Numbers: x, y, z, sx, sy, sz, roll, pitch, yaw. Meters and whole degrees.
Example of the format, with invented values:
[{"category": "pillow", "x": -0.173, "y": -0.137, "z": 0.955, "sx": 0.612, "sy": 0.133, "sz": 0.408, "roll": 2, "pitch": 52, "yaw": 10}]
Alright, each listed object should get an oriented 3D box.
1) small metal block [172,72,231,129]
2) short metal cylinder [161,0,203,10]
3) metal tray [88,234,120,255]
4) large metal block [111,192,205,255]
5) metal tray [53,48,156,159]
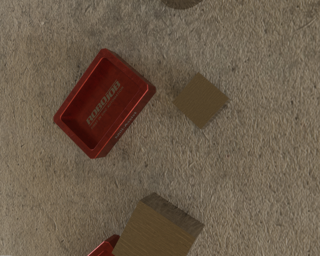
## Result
[{"category": "small metal block", "x": 0.053, "y": -0.034, "z": 0.390, "sx": 0.050, "sy": 0.025, "sz": 0.050, "roll": 44, "pitch": 104, "yaw": 14}, {"category": "short metal cylinder", "x": 0.023, "y": -0.197, "z": 0.387, "sx": 0.080, "sy": 0.050, "sz": 0.080, "roll": 0, "pitch": 90, "yaw": 20}, {"category": "metal tray", "x": -0.057, "y": 0.227, "z": 0.426, "sx": 0.090, "sy": 0.030, "sz": 0.130, "roll": -44, "pitch": 77, "yaw": 14}, {"category": "large metal block", "x": -0.001, "y": 0.142, "z": 0.396, "sx": 0.080, "sy": 0.050, "sz": 0.080, "roll": 30, "pitch": 100, "yaw": 17}, {"category": "metal tray", "x": -0.079, "y": -0.033, "z": 0.434, "sx": 0.090, "sy": 0.030, "sz": 0.130, "roll": 42, "pitch": 103, "yaw": 15}]
